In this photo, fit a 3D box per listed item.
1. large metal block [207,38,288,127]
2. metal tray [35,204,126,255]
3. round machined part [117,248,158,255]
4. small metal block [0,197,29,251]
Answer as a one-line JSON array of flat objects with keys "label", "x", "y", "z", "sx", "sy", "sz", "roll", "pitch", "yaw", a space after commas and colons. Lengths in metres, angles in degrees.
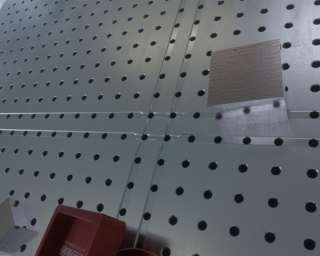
[{"label": "large metal block", "x": 0.105, "y": -0.051, "z": 0.369, "sx": 0.080, "sy": 0.050, "sz": 0.080, "roll": -6, "pitch": 59, "yaw": 25}, {"label": "metal tray", "x": -0.095, "y": 0.136, "z": 0.338, "sx": 0.130, "sy": 0.030, "sz": 0.090, "roll": -11, "pitch": 53, "yaw": 52}, {"label": "round machined part", "x": -0.033, "y": 0.172, "z": 0.310, "sx": 0.098, "sy": 0.042, "sz": 0.098, "roll": -13, "pitch": 56, "yaw": 21}, {"label": "small metal block", "x": -0.220, "y": 0.136, "z": 0.440, "sx": 0.050, "sy": 0.025, "sz": 0.050, "roll": -39, "pitch": 51, "yaw": 1}]
